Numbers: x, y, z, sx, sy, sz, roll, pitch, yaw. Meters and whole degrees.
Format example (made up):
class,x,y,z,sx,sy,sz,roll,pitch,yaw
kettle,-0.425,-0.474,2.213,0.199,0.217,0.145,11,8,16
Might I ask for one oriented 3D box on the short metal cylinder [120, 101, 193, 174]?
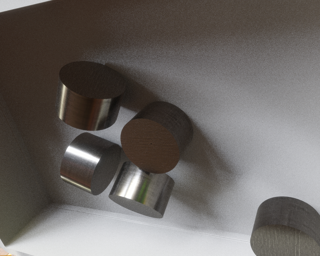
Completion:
class,x,y,z,sx,sy,sz,roll,pitch,yaw
short metal cylinder,-0.003,0.012,0.400,0.080,0.050,0.079,13,124,20

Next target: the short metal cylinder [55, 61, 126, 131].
class,x,y,z,sx,sy,sz,roll,pitch,yaw
short metal cylinder,-0.088,-0.042,0.392,0.080,0.080,0.050,29,128,9

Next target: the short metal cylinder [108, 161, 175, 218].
class,x,y,z,sx,sy,sz,roll,pitch,yaw
short metal cylinder,-0.025,0.088,0.438,0.080,0.050,0.080,18,154,9

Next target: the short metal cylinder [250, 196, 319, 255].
class,x,y,z,sx,sy,sz,roll,pitch,yaw
short metal cylinder,0.160,0.134,0.391,0.080,0.050,0.079,13,124,20

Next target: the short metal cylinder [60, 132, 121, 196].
class,x,y,z,sx,sy,sz,roll,pitch,yaw
short metal cylinder,-0.100,0.052,0.456,0.050,0.080,0.079,21,126,16
